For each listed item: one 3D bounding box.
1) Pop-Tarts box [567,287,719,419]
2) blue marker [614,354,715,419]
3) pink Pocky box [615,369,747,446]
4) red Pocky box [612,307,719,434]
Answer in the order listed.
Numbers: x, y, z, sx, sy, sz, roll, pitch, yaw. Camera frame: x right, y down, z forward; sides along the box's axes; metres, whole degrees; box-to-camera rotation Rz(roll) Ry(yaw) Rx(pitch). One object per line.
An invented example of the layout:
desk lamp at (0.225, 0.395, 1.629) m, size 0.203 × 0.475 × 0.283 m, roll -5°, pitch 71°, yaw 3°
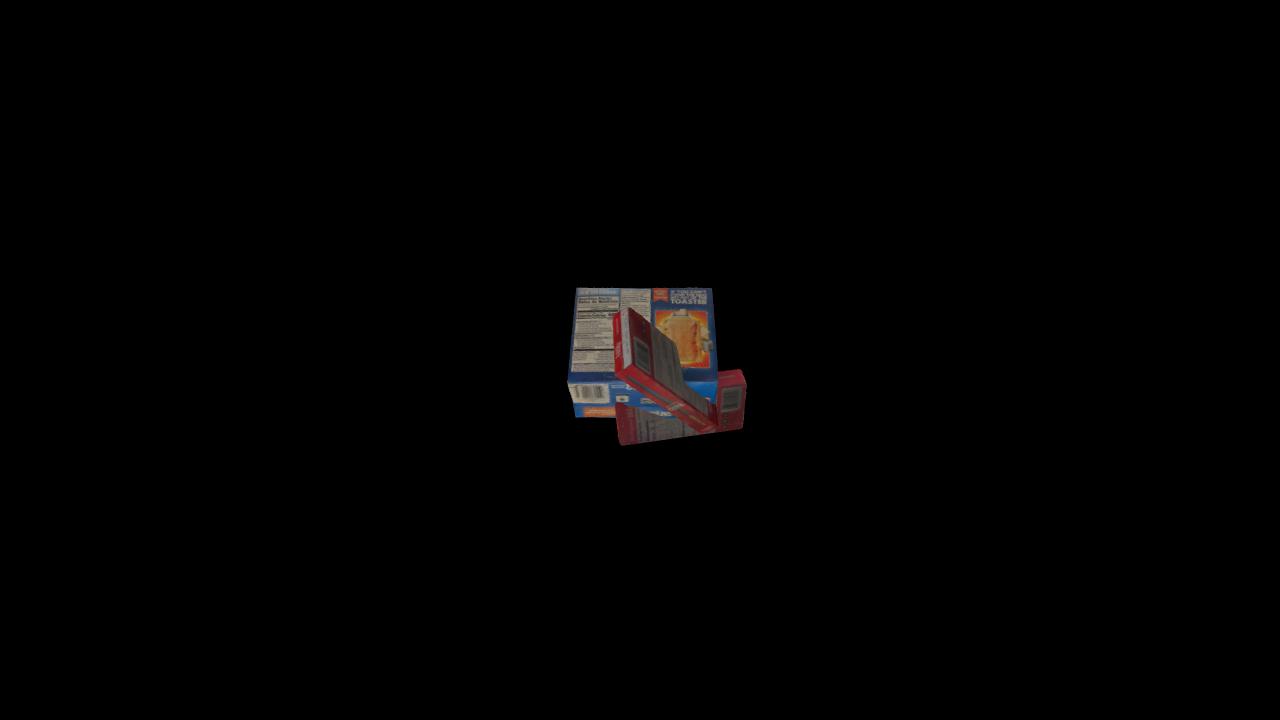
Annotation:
Pop-Tarts box at (0.005, -0.009, 0.736) m, size 0.167 × 0.141 × 0.083 m, roll 0°, pitch -35°, yaw 1°
blue marker at (0.052, 0.039, 0.757) m, size 0.121 × 0.020 × 0.020 m, roll 4°, pitch -1°, yaw -17°
pink Pocky box at (0.047, 0.057, 0.736) m, size 0.155 × 0.084 × 0.029 m, roll -8°, pitch 44°, yaw -3°
red Pocky box at (0.030, 0.015, 0.670) m, size 0.028 × 0.083 × 0.155 m, roll -30°, pitch -46°, yaw 27°
